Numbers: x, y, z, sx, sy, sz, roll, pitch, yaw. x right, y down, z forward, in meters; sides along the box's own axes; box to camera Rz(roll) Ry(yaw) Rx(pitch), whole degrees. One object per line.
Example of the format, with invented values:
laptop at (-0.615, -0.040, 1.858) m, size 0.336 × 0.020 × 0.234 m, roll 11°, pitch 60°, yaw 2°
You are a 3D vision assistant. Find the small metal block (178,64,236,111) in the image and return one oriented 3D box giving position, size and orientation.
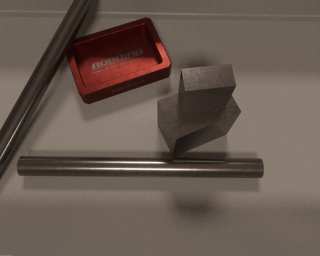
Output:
small metal block at (0.048, -0.041, 0.327) m, size 0.050 × 0.050 × 0.025 m, roll -7°, pitch 70°, yaw -3°

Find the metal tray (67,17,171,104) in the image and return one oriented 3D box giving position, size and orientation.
metal tray at (-0.060, -0.097, 0.441) m, size 0.131 × 0.030 × 0.090 m, roll -20°, pitch 71°, yaw -8°

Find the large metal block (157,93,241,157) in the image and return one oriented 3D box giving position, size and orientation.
large metal block at (0.044, -0.011, 0.385) m, size 0.080 × 0.080 × 0.050 m, roll -23°, pitch 72°, yaw -8°

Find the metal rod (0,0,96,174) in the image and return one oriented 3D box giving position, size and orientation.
metal rod at (-0.162, -0.051, 0.404) m, size 0.025 × 0.025 × 0.299 m, roll 24°, pitch 80°, yaw 8°

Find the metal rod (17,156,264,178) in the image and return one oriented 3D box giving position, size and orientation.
metal rod at (-0.023, 0.049, 0.391) m, size 0.302 × 0.025 × 0.025 m, roll 1°, pitch 70°, yaw 0°
